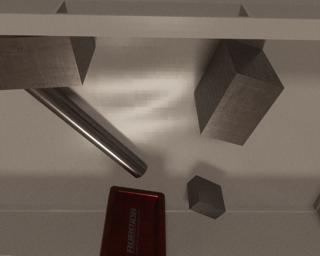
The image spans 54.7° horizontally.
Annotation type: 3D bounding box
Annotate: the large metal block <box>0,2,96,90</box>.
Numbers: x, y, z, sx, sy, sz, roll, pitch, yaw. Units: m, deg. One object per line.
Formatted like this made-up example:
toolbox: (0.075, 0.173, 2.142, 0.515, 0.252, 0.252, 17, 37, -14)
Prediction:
large metal block: (-0.114, -0.082, 0.302, 0.080, 0.080, 0.050, -3, 130, 2)

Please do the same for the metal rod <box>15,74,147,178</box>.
metal rod: (-0.121, -0.026, 0.385, 0.025, 0.025, 0.300, -31, 124, 23)

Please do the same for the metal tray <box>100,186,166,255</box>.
metal tray: (-0.039, 0.153, 0.470, 0.091, 0.130, 0.030, 10, 129, -9)

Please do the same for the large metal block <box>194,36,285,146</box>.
large metal block: (0.080, -0.041, 0.340, 0.050, 0.080, 0.079, 15, 129, -13)

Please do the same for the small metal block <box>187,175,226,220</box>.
small metal block: (0.072, 0.109, 0.486, 0.050, 0.050, 0.025, 26, 125, -21)
